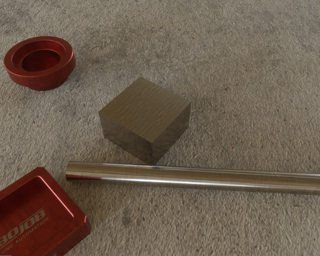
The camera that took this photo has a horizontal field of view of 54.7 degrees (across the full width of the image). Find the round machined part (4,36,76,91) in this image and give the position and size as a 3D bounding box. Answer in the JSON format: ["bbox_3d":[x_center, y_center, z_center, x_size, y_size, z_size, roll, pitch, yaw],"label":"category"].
[{"bbox_3d":[-0.177,-0.094,0.470,0.099,0.042,0.098,0,50,0],"label":"round machined part"}]

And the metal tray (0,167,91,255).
[{"bbox_3d":[-0.148,0.109,0.307,0.131,0.030,0.090,-37,59,-27],"label":"metal tray"}]

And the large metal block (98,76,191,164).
[{"bbox_3d":[-0.017,-0.010,0.395,0.080,0.050,0.080,29,56,22],"label":"large metal block"}]

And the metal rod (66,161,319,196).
[{"bbox_3d":[0.046,0.057,0.355,0.302,0.025,0.025,3,50,2],"label":"metal rod"}]
